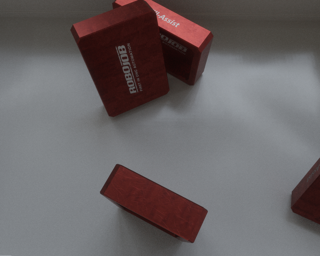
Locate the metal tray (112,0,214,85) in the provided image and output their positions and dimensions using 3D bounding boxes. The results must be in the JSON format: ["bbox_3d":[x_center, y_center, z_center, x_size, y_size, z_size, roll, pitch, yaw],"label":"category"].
[{"bbox_3d":[0.002,-0.119,0.417,0.130,0.090,0.030,32,71,11],"label":"metal tray"}]

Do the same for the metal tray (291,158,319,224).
[{"bbox_3d":[0.215,0.062,0.335,0.090,0.129,0.030,24,40,8],"label":"metal tray"}]

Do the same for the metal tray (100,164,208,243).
[{"bbox_3d":[-0.006,0.084,0.323,0.090,0.130,0.030,26,72,9],"label":"metal tray"}]

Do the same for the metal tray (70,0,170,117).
[{"bbox_3d":[-0.042,-0.079,0.381,0.091,0.129,0.030,-24,53,-8],"label":"metal tray"}]
